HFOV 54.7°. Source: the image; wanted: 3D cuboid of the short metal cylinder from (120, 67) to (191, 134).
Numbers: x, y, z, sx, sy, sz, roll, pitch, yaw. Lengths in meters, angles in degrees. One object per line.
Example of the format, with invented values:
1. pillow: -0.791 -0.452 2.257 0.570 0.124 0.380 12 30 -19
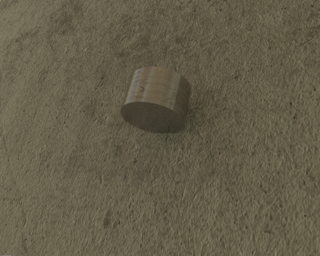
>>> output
1. short metal cylinder: -0.004 -0.033 0.392 0.080 0.080 0.050 -1 62 27
